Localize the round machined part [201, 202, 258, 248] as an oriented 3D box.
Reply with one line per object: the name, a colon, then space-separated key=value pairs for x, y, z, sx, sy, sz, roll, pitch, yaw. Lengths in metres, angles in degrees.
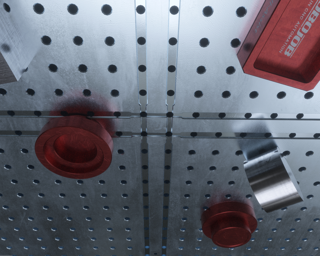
round machined part: x=0.125 y=0.178 z=0.553 sx=0.099 sy=0.042 sz=0.097 roll=0 pitch=130 yaw=0

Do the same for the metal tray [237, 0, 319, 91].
metal tray: x=0.150 y=-0.107 z=0.318 sx=0.091 sy=0.030 sz=0.129 roll=13 pitch=129 yaw=-12

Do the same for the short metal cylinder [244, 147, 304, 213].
short metal cylinder: x=0.161 y=0.074 z=0.440 sx=0.050 sy=0.080 sz=0.080 roll=-28 pitch=125 yaw=21

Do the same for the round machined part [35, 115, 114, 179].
round machined part: x=-0.112 y=0.021 z=0.417 sx=0.099 sy=0.042 sz=0.097 roll=0 pitch=130 yaw=0

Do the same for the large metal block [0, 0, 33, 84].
large metal block: x=-0.194 y=-0.088 z=0.318 sx=0.080 sy=0.050 sz=0.080 roll=-9 pitch=130 yaw=7
